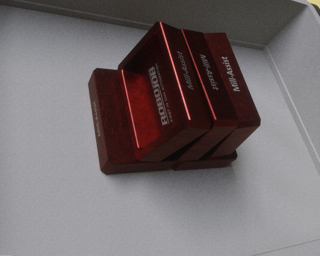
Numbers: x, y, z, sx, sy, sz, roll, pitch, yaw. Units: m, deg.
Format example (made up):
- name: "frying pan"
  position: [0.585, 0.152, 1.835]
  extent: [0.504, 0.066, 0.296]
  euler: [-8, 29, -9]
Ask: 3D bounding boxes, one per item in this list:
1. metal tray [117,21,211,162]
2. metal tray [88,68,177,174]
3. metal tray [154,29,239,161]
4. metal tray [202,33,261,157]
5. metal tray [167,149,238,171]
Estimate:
- name: "metal tray"
  position: [-0.002, -0.038, 0.342]
  extent: [0.030, 0.090, 0.130]
  euler: [8, 57, -39]
- name: "metal tray"
  position: [-0.035, -0.011, 0.387]
  extent: [0.091, 0.030, 0.130]
  euler: [0, 62, -28]
- name: "metal tray"
  position: [0.034, -0.038, 0.362]
  extent: [0.030, 0.090, 0.130]
  euler: [0, 60, -28]
- name: "metal tray"
  position: [0.070, -0.040, 0.382]
  extent: [0.030, 0.090, 0.130]
  euler: [-7, 65, -15]
- name: "metal tray"
  position: [0.046, -0.009, 0.430]
  extent: [0.091, 0.030, 0.130]
  euler: [0, 62, -28]
